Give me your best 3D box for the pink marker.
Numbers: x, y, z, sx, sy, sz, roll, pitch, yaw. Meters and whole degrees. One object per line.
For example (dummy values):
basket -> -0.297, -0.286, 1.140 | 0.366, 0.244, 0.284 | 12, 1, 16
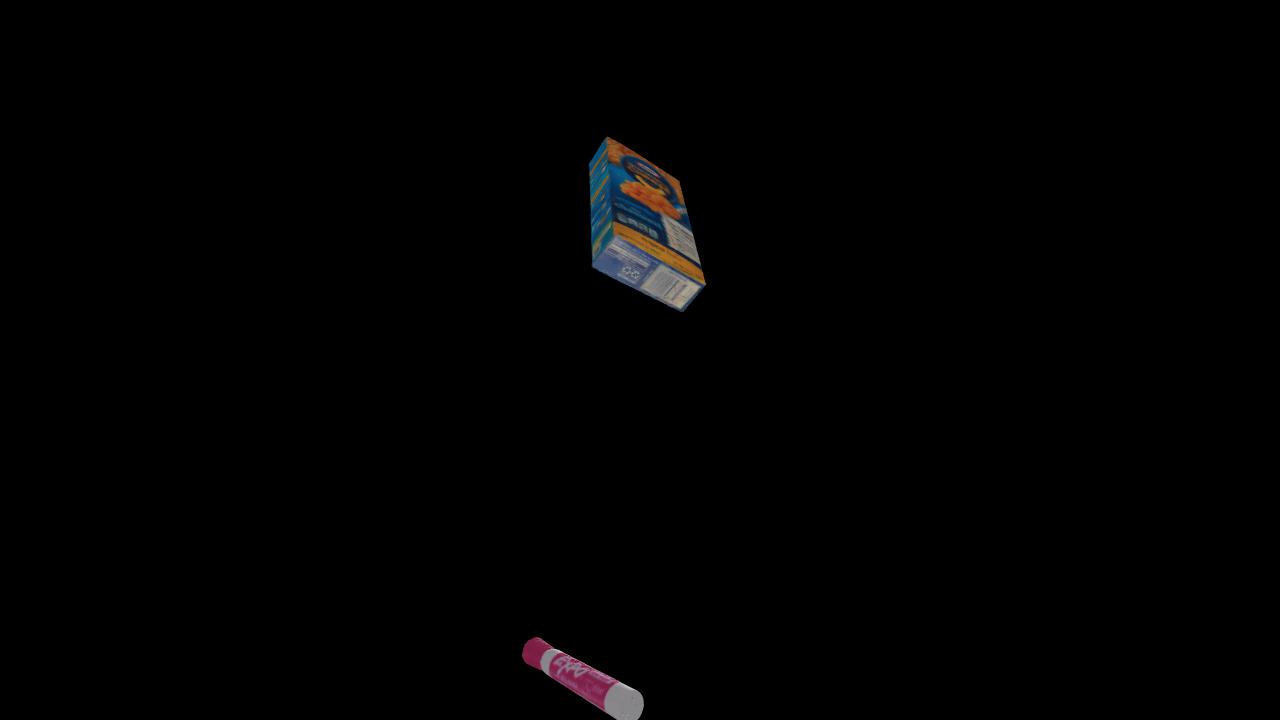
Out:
pink marker -> -0.042, 0.206, 0.402 | 0.020, 0.020, 0.121 | 0, -5, -39

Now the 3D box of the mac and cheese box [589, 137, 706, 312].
mac and cheese box -> 0.002, -0.128, 0.556 | 0.093, 0.184, 0.041 | 23, -53, -25
